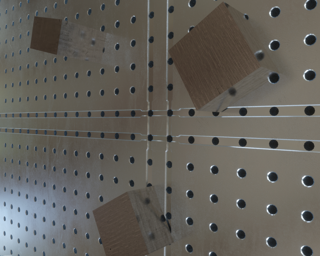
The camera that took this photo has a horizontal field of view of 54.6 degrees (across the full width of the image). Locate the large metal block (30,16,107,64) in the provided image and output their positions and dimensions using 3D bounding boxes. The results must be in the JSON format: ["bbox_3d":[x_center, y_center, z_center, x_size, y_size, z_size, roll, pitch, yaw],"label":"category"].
[{"bbox_3d":[-0.147,-0.140,0.496,0.080,0.081,0.050,21,103,38],"label":"large metal block"}]

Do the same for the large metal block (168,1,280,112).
[{"bbox_3d":[0.067,-0.073,0.338,0.080,0.050,0.080,-36,68,34],"label":"large metal block"}]

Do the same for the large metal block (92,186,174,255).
[{"bbox_3d":[-0.039,0.135,0.426,0.080,0.050,0.080,-34,69,35],"label":"large metal block"}]
